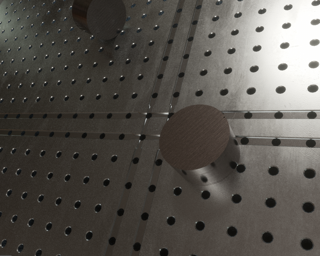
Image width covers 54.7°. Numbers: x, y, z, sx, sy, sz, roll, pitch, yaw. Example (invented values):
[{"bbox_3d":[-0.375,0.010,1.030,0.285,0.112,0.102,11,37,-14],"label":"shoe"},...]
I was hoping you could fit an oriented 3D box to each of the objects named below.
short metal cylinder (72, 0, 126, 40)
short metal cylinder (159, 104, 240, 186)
[{"bbox_3d":[-0.108,-0.203,0.552,0.050,0.080,0.080,34,81,38],"label":"short metal cylinder"},{"bbox_3d":[0.046,0.020,0.355,0.080,0.050,0.080,-13,56,20],"label":"short metal cylinder"}]
